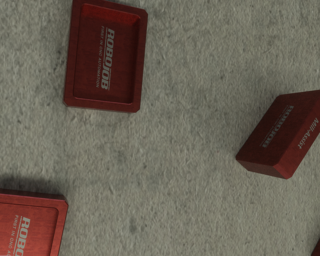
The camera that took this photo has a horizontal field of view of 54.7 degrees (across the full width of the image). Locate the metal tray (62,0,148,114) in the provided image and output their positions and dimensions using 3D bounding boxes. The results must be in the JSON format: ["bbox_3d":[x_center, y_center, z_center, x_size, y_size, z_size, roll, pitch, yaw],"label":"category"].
[{"bbox_3d":[-0.067,-0.087,0.382,0.091,0.030,0.129,5,88,-20],"label":"metal tray"}]

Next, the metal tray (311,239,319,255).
[{"bbox_3d":[0.329,0.219,0.531,0.130,0.030,0.090,37,78,-17],"label":"metal tray"}]

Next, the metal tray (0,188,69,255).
[{"bbox_3d":[-0.162,0.138,0.347,0.091,0.030,0.129,12,86,-20],"label":"metal tray"}]

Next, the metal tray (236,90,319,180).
[{"bbox_3d":[0.176,0.006,0.441,0.030,0.090,0.130,42,77,-16],"label":"metal tray"}]
